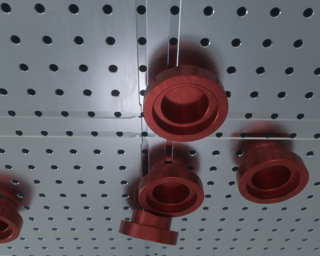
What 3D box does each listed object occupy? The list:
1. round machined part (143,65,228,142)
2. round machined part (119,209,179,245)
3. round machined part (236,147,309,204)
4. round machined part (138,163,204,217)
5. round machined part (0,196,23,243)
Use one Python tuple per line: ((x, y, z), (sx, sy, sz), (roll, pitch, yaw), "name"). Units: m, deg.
((0.029, -0.033, 0.373), (0.099, 0.042, 0.097), (0, 130, 0), "round machined part")
((-0.016, 0.164, 0.520), (0.098, 0.042, 0.098), (11, 163, 4), "round machined part")
((0.161, 0.066, 0.457), (0.099, 0.042, 0.097), (0, 130, 0), "round machined part")
((0.017, 0.092, 0.479), (0.099, 0.042, 0.097), (-1, 130, -1), "round machined part")
((-0.283, 0.152, 0.527), (0.099, 0.042, 0.097), (0, 130, 0), "round machined part")
